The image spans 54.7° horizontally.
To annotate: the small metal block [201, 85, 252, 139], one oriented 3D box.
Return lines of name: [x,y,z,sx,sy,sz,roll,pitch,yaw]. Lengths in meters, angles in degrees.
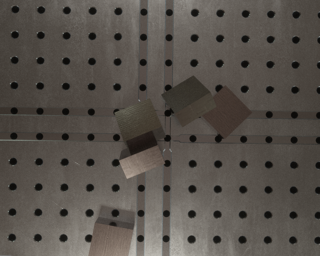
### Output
small metal block: [0.085,-0.021,0.415,0.050,0.025,0.050,-44,91,0]

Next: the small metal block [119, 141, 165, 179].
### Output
small metal block: [-0.023,0.037,0.399,0.050,0.050,0.025,-22,100,0]

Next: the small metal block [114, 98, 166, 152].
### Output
small metal block: [-0.026,-0.004,0.401,0.050,0.025,0.050,-22,54,-1]

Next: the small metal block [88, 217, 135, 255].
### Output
small metal block: [-0.064,0.151,0.413,0.050,0.025,0.050,11,90,-1]

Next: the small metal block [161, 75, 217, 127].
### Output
small metal block: [0.036,-0.035,0.399,0.050,0.050,0.025,-31,129,-1]
